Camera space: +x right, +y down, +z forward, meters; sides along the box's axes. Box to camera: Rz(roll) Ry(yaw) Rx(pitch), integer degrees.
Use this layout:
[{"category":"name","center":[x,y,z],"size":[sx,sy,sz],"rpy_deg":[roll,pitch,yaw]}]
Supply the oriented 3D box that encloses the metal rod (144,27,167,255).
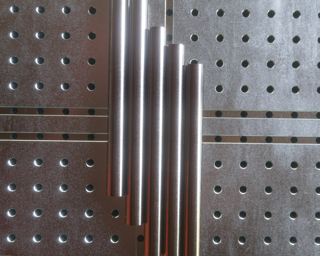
[{"category":"metal rod","center":[-0.006,0.018,0.413],"size":[0.025,0.025,0.298],"rpy_deg":[1,90,-1]}]

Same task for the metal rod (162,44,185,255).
[{"category":"metal rod","center":[0.018,0.040,0.413],"size":[0.025,0.025,0.298],"rpy_deg":[1,90,-1]}]

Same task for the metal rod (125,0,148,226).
[{"category":"metal rod","center":[-0.031,-0.023,0.412],"size":[0.025,0.025,0.298],"rpy_deg":[1,90,-1]}]

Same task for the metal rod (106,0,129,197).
[{"category":"metal rod","center":[-0.056,-0.060,0.412],"size":[0.025,0.025,0.298],"rpy_deg":[1,90,-1]}]

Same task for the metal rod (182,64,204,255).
[{"category":"metal rod","center":[0.043,0.066,0.413],"size":[0.025,0.025,0.298],"rpy_deg":[1,90,-1]}]
